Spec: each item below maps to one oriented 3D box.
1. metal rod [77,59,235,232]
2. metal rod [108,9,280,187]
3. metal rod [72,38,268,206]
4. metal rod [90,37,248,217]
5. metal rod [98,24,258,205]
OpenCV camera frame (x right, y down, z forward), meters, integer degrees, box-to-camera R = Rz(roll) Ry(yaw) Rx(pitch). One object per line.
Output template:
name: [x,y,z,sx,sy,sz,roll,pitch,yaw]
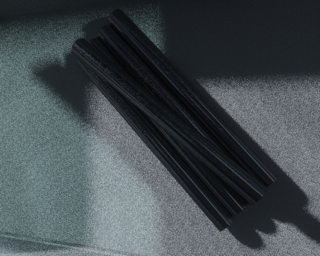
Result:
metal rod: [-0.013,0.009,0.414,0.025,0.025,0.300,-45,76,14]
metal rod: [0.034,-0.046,0.397,0.025,0.025,0.300,-45,76,14]
metal rod: [0.000,-0.017,0.382,0.300,0.025,0.025,40,103,15]
metal rod: [0.001,-0.011,0.409,0.025,0.025,0.300,-45,76,14]
metal rod: [0.019,-0.026,0.402,0.025,0.025,0.300,-45,76,14]
